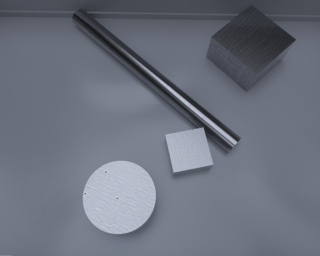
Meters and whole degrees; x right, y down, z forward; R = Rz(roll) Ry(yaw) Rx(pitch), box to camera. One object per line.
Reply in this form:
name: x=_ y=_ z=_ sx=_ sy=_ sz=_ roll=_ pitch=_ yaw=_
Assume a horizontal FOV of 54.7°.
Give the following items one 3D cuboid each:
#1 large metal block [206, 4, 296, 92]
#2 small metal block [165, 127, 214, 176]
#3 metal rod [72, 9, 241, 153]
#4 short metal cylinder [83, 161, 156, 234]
large metal block: x=0.126 y=-0.112 z=0.439 sx=0.080 sy=0.050 sz=0.080 roll=-41 pitch=75 yaw=-14
small metal block: x=0.036 y=0.031 z=0.399 sx=0.050 sy=0.025 sz=0.050 roll=-11 pitch=71 yaw=-4
metal rod: x=-0.013 y=-0.073 z=0.436 sx=0.300 sy=0.025 sz=0.025 roll=41 pitch=75 yaw=13
short metal cylinder: x=-0.045 y=0.083 z=0.365 sx=0.081 sy=0.050 sz=0.080 roll=0 pitch=70 yaw=0
